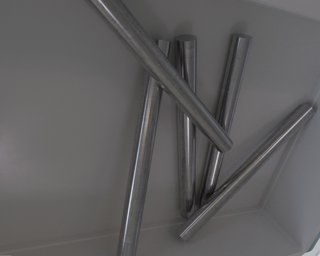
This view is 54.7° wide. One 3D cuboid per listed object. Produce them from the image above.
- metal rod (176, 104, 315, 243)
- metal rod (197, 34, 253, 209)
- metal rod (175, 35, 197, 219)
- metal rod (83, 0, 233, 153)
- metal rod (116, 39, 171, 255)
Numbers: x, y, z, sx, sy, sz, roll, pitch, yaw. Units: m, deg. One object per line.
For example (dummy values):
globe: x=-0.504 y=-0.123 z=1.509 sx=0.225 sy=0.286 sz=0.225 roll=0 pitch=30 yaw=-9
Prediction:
metal rod: x=0.143 y=0.069 z=0.505 sx=0.301 sy=0.025 sz=0.025 roll=-43 pitch=130 yaw=-8
metal rod: x=0.090 y=0.013 z=0.465 sx=0.025 sy=0.025 sz=0.298 roll=-8 pitch=122 yaw=-24
metal rod: x=0.039 y=0.020 z=0.441 sx=0.025 sy=0.025 sz=0.298 roll=-17 pitch=125 yaw=-19
metal rod: x=0.013 y=-0.051 z=0.341 sx=0.025 sy=0.025 sz=0.300 roll=-44 pitch=133 yaw=2
metal rod: x=-0.024 y=0.045 z=0.379 sx=0.025 sy=0.025 sz=0.298 roll=3 pitch=104 yaw=-30
